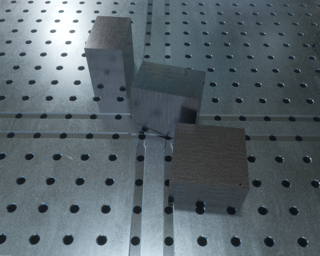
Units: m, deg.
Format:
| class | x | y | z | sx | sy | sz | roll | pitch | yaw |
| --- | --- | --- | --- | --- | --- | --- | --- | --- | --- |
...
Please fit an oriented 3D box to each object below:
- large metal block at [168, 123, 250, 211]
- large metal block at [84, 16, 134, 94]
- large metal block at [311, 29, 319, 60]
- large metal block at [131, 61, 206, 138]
| class | x | y | z | sx | sy | sz | roll | pitch | yaw |
| --- | --- | --- | --- | --- | --- | --- | --- | --- | --- |
| large metal block | 0.054 | 0.043 | 0.356 | 0.080 | 0.050 | 0.080 | 5 | 50 | 4 |
| large metal block | -0.072 | -0.109 | 0.462 | 0.050 | 0.080 | 0.080 | 4 | 50 | 3 |
| large metal block | 0.311 | -0.130 | 0.504 | 0.081 | 0.050 | 0.080 | -4 | 50 | -4 |
| large metal block | 0.011 | -0.033 | 0.400 | 0.080 | 0.080 | 0.050 | 12 | 51 | 9 |
